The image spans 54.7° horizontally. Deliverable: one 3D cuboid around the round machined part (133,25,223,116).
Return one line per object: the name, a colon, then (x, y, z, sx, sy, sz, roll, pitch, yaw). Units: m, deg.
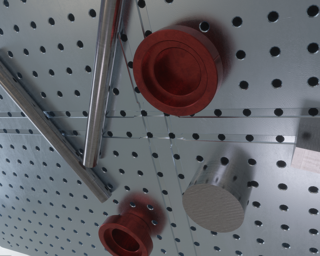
round machined part: (0.023, -0.066, 0.348, 0.098, 0.042, 0.097, 13, 124, 21)

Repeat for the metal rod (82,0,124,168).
metal rod: (-0.079, -0.059, 0.416, 0.025, 0.025, 0.298, 26, 128, 12)

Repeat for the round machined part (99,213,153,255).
round machined part: (-0.056, 0.190, 0.548, 0.098, 0.042, 0.097, 13, 124, 21)

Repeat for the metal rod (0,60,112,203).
metal rod: (-0.183, 0.005, 0.510, 0.025, 0.025, 0.300, -30, 102, 38)

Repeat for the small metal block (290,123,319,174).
small metal block: (0.167, 0.023, 0.321, 0.050, 0.050, 0.025, 13, 124, 21)

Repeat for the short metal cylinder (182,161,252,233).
short metal cylinder: (0.076, 0.091, 0.411, 0.080, 0.050, 0.079, 13, 124, 21)
